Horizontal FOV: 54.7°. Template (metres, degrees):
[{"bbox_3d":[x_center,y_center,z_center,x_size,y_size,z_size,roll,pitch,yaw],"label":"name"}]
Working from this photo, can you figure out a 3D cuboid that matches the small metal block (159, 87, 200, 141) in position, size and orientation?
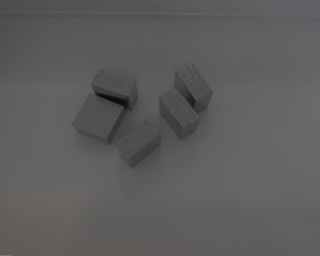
[{"bbox_3d":[0.024,-0.017,0.403,0.025,0.050,0.050,-34,74,-11],"label":"small metal block"}]

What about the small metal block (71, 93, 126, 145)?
[{"bbox_3d":[-0.081,-0.012,0.413,0.050,0.025,0.050,22,71,8],"label":"small metal block"}]

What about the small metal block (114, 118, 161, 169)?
[{"bbox_3d":[-0.026,0.021,0.388,0.050,0.050,0.025,-39,75,-13],"label":"small metal block"}]

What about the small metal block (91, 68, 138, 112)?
[{"bbox_3d":[-0.059,-0.050,0.414,0.050,0.050,0.025,18,71,6],"label":"small metal block"}]

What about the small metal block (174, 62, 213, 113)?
[{"bbox_3d":[0.043,-0.051,0.415,0.025,0.050,0.050,-28,73,-10],"label":"small metal block"}]
